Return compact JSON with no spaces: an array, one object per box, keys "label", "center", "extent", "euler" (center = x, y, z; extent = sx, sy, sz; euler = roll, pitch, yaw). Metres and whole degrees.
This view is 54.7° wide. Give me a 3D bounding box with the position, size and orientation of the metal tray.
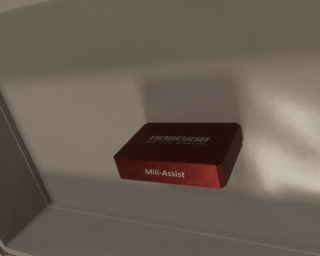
[{"label":"metal tray","center":[0.023,0.027,0.370],"extent":[0.130,0.090,0.030],"euler":[1,119,27]}]
